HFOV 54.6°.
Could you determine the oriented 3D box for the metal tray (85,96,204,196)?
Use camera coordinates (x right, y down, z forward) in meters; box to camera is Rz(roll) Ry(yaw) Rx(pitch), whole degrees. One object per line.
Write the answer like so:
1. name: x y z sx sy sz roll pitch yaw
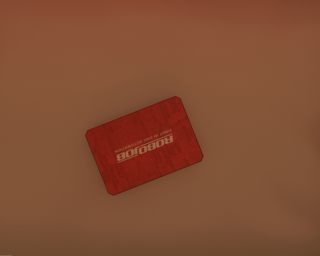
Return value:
1. metal tray: -0.020 0.023 0.409 0.131 0.030 0.090 -22 90 0
